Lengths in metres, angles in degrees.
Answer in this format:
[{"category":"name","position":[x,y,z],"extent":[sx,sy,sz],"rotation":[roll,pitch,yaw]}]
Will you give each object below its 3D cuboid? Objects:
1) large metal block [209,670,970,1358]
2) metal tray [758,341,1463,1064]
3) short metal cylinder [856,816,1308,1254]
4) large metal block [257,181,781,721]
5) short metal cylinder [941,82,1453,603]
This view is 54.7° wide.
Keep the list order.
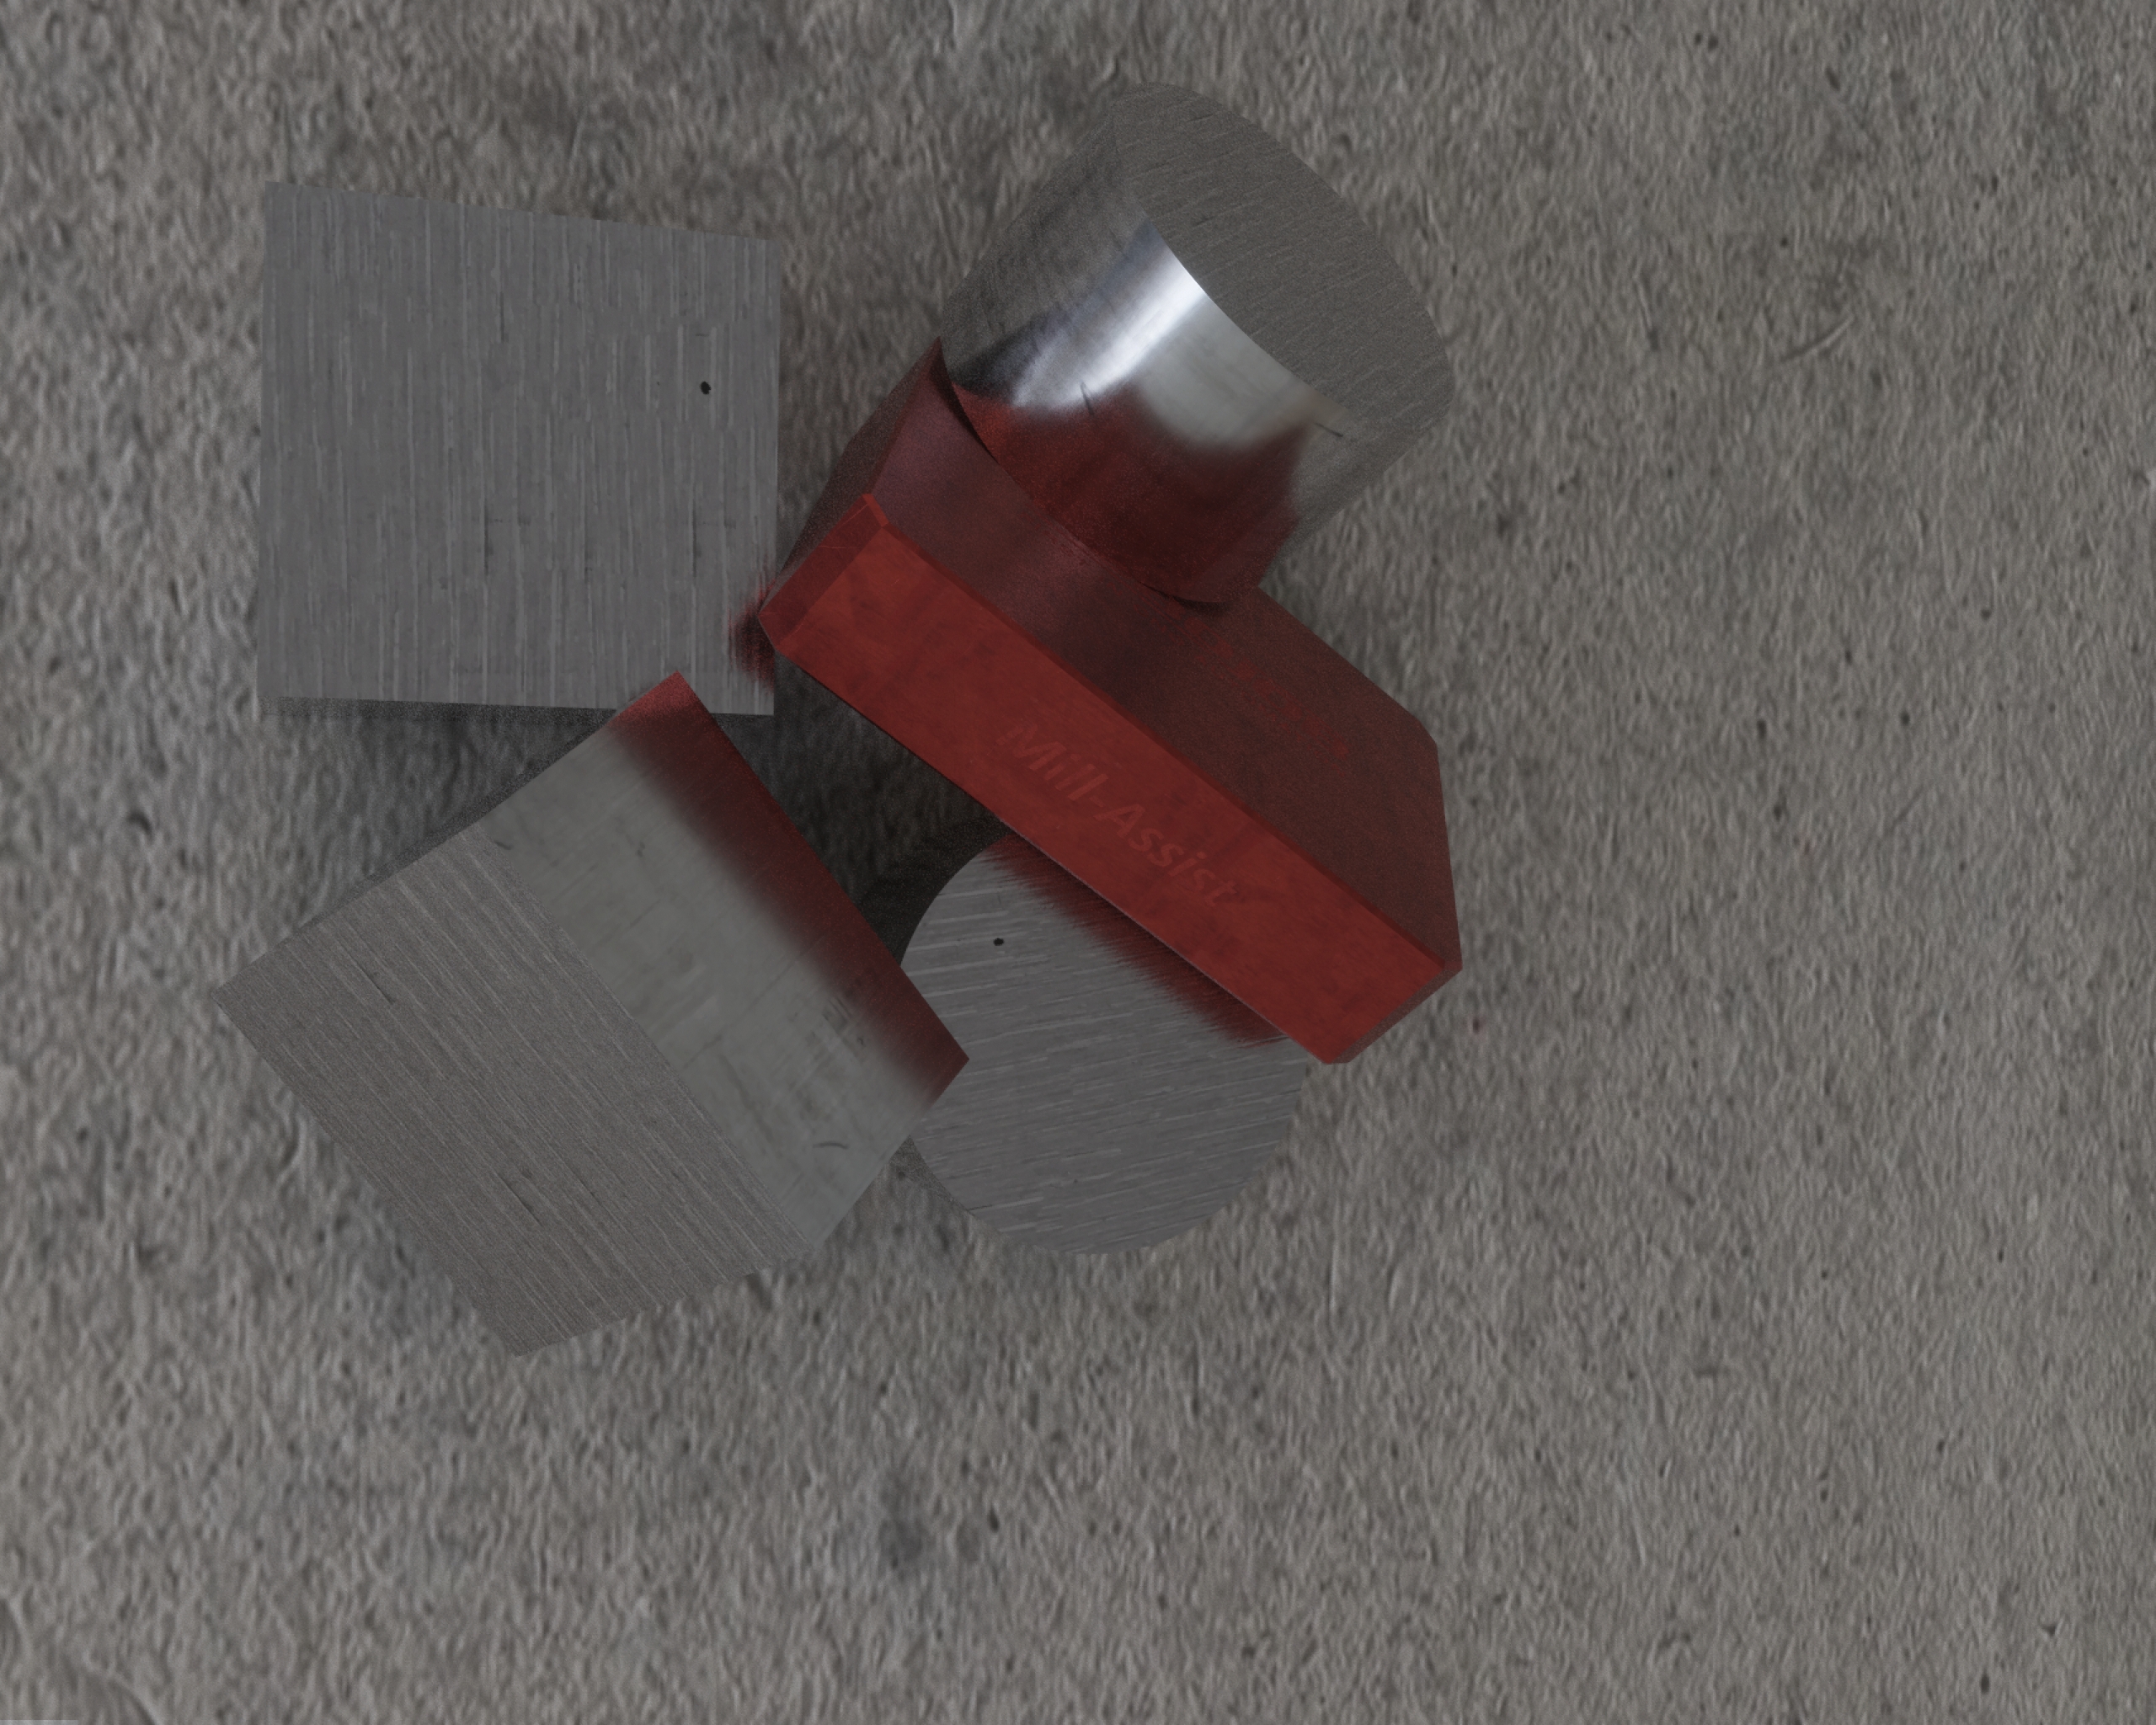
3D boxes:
[{"category":"large metal block","position":[-0.080,0.027,0.344],"extent":[0.080,0.080,0.050],"rotation":[55,38,-12]},{"category":"metal tray","position":[0.011,-0.031,0.381],"extent":[0.130,0.090,0.030],"rotation":[37,118,-16]},{"category":"short metal cylinder","position":[-0.003,0.030,0.397],"extent":[0.081,0.050,0.080],"rotation":[0,90,-20]},{"category":"large metal block","position":[-0.097,-0.065,0.359],"extent":[0.081,0.050,0.080],"rotation":[1,90,-20]},{"category":"short metal cylinder","position":[0.022,-0.095,0.384],"extent":[0.080,0.050,0.080],"rotation":[28,41,-27]}]
